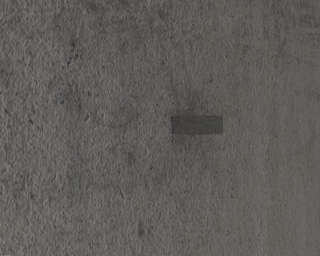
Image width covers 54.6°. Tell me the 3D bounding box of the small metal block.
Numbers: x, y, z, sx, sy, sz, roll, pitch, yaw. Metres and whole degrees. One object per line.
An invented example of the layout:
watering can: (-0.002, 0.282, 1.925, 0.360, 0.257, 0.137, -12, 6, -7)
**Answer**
small metal block: (0.052, -0.004, 0.430, 0.050, 0.050, 0.025, -2, 91, -40)
